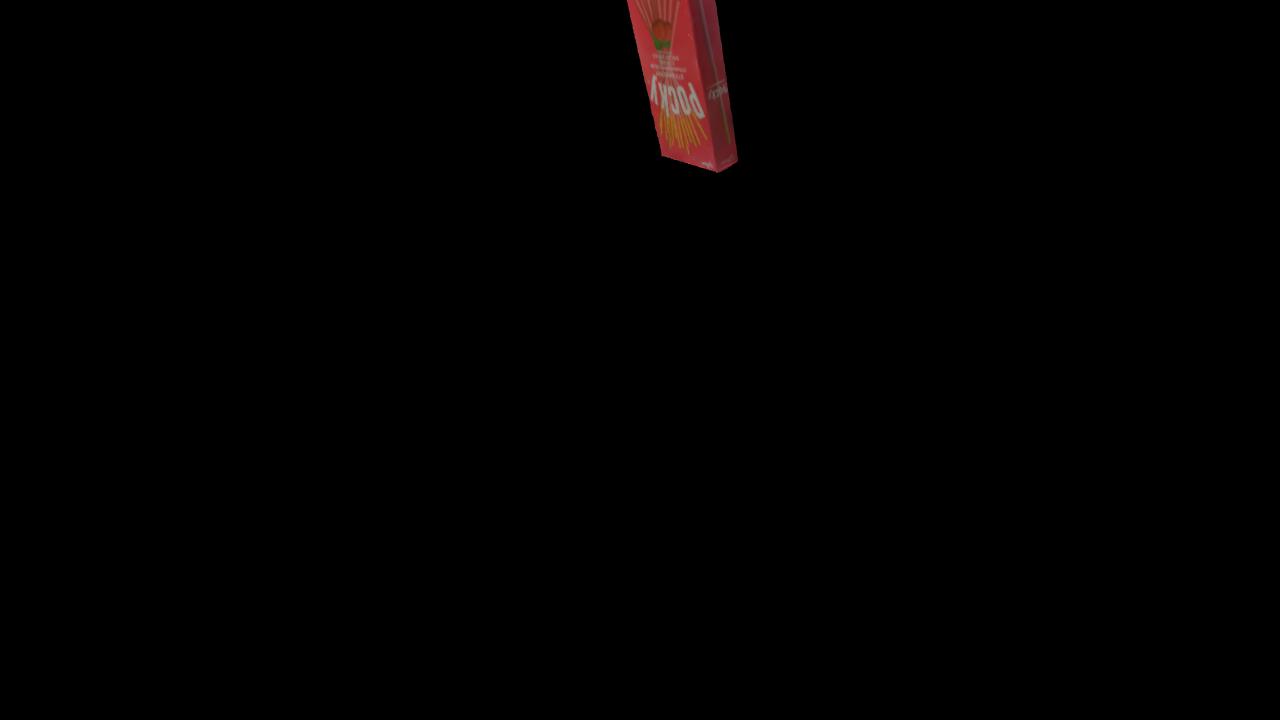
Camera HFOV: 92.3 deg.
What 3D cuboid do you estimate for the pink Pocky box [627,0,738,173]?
[{"bbox_3d":[0.036,-0.242,0.521,0.029,0.155,0.084,-34,42,-19],"label":"pink Pocky box"}]
